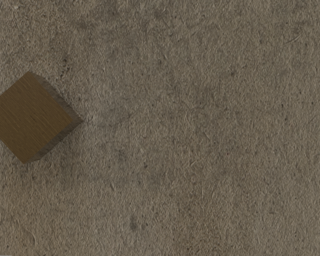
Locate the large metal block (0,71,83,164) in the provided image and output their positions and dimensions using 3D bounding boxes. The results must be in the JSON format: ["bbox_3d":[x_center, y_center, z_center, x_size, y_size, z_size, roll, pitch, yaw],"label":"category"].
[{"bbox_3d":[-0.161,-0.013,0.396,0.080,0.050,0.080,-42,90,0],"label":"large metal block"}]
